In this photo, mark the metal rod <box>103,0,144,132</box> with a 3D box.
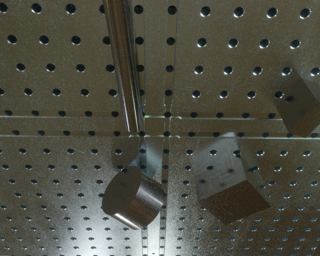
[{"bbox_3d":[-0.043,-0.116,0.312,0.025,0.025,0.298,-3,130,2],"label":"metal rod"}]

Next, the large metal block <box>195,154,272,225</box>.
[{"bbox_3d":[0.112,0.097,0.480,0.080,0.050,0.080,-31,124,23],"label":"large metal block"}]

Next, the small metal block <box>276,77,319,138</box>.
[{"bbox_3d":[0.175,-0.025,0.377,0.025,0.050,0.050,18,128,-15],"label":"small metal block"}]

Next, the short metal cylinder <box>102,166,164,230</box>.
[{"bbox_3d":[-0.040,0.104,0.464,0.080,0.080,0.050,-33,123,24],"label":"short metal cylinder"}]
